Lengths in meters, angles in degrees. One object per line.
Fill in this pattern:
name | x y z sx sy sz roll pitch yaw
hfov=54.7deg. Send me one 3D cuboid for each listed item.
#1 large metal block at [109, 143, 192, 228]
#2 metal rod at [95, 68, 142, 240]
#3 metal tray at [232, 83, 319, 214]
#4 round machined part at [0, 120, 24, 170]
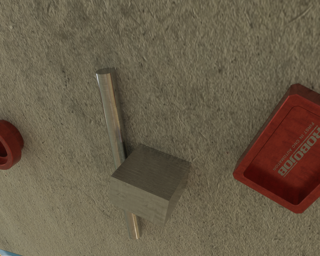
large metal block | -0.012 0.075 0.422 0.080 0.080 0.050 20 126 16
metal rod | -0.057 0.056 0.469 0.025 0.025 0.298 8 122 23
metal tray | 0.151 0.027 0.340 0.090 0.030 0.129 30 128 8
round machined part | -0.288 0.024 0.559 0.098 0.042 0.097 13 124 20
